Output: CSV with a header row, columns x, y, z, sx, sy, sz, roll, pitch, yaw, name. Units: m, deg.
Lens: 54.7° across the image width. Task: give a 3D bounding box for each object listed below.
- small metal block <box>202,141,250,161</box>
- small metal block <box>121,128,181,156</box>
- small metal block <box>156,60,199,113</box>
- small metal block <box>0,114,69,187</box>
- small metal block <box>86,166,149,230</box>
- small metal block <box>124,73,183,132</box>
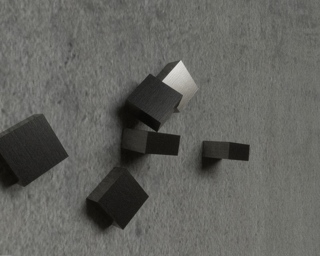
x,y,z,sx,sy,sz,roll,pitch,yaw,name
0.101,0.035,0.476,0.050,0.050,0.025,9,85,-40,small metal block
-0.012,0.017,0.379,0.050,0.050,0.025,8,90,-40,small metal block
0.019,-0.056,0.423,0.050,0.025,0.050,-52,121,-28,small metal block
-0.127,0.020,0.300,0.050,0.025,0.050,-39,114,-33,small metal block
-0.049,0.082,0.366,0.050,0.025,0.050,-49,119,-29,small metal block
-0.008,-0.031,0.383,0.050,0.025,0.050,34,61,7,small metal block
